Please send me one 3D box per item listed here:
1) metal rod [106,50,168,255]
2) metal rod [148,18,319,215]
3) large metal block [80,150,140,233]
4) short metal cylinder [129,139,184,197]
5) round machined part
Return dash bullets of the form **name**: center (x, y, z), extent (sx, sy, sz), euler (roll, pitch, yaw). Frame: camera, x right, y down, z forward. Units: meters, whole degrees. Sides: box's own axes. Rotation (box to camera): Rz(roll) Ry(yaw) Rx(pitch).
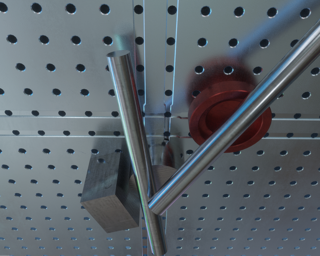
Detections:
- **metal rod**: center (-0.022, 0.052, 0.392), extent (0.025, 0.025, 0.298), euler (-7, 119, 5)
- **metal rod**: center (0.086, -0.006, 0.343), extent (0.025, 0.025, 0.299), euler (31, 111, -24)
- **large metal block**: center (-0.068, 0.094, 0.455), extent (0.050, 0.080, 0.080), euler (-16, 129, 12)
- **short metal cylinder**: center (-0.003, 0.062, 0.449), extent (0.081, 0.050, 0.079), euler (-1, 130, 0)
- **round machined part**: center (0.084, -0.018, 0.387), extent (0.099, 0.042, 0.097), euler (-1, 130, -1)
